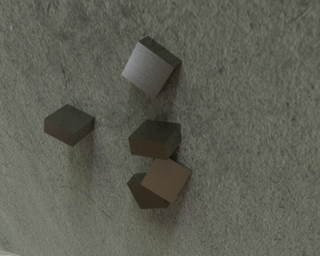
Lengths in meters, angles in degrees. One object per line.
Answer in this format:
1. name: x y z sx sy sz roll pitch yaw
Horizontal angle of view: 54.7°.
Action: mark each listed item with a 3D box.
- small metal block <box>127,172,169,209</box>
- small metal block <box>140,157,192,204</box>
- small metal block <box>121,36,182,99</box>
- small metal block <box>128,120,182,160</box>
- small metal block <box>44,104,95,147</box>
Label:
1. small metal block: -0.015 0.095 0.472 0.050 0.025 0.050 -12 113 33
2. small metal block: 0.009 0.067 0.426 0.050 0.025 0.050 31 91 8
3. small metal block: -0.010 -0.071 0.367 0.050 0.025 0.050 37 129 3
4. small metal block: -0.005 0.014 0.401 0.050 0.050 0.025 7 122 24
5. small metal block: -0.133 -0.005 0.455 0.050 0.050 0.025 26 127 12
